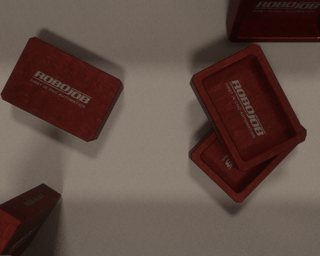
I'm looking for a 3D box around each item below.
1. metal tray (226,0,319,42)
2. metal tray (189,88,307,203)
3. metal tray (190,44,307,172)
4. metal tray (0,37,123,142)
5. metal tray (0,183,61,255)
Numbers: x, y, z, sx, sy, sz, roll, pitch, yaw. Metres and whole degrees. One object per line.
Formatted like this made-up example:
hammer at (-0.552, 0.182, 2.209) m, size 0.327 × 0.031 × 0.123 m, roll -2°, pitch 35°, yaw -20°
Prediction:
metal tray at (0.155, -0.146, 0.378) m, size 0.131 × 0.090 × 0.030 m, roll 0°, pitch 65°, yaw -1°
metal tray at (0.114, 0.021, 0.410) m, size 0.090 × 0.030 × 0.130 m, roll 44°, pitch 90°, yaw -1°
metal tray at (0.105, -0.024, 0.379) m, size 0.090 × 0.030 × 0.130 m, roll -28°, pitch 90°, yaw -1°
metal tray at (-0.126, -0.049, 0.407) m, size 0.131 × 0.030 × 0.090 m, roll 27°, pitch 90°, yaw -1°
metal tray at (-0.169, 0.120, 0.357) m, size 0.030 × 0.130 × 0.090 m, roll 33°, pitch 90°, yaw 0°
